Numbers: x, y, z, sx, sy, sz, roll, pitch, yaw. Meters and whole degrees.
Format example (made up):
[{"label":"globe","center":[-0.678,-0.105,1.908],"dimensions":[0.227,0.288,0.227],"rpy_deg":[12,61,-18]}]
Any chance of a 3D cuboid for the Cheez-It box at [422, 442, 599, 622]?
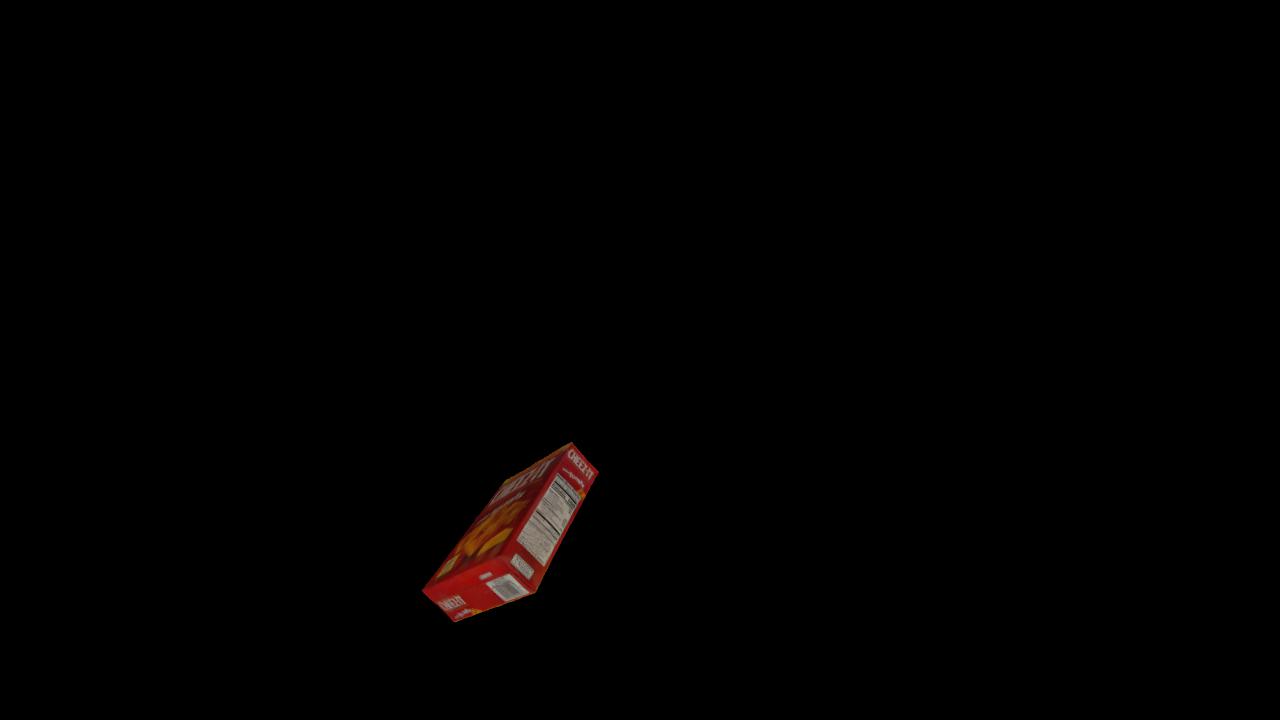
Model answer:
[{"label":"Cheez-It box","center":[-0.166,0.226,0.828],"dimensions":[0.166,0.071,0.223],"rpy_deg":[-31,15,32]}]
